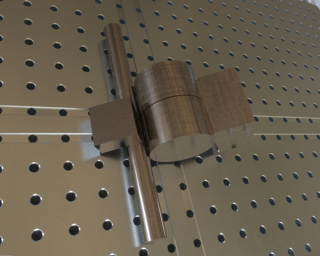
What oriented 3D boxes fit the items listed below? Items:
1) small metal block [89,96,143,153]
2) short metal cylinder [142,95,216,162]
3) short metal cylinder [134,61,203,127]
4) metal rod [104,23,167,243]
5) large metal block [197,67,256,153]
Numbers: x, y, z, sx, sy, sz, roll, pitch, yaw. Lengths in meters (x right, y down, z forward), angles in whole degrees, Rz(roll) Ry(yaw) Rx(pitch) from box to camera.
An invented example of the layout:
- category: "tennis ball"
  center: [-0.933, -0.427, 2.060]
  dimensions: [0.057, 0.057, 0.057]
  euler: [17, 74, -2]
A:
- category: "small metal block"
  center: [-0.052, -0.004, 0.363]
  dimensions: [0.050, 0.025, 0.050]
  euler: [-16, 64, 3]
- category: "short metal cylinder"
  center: [0.022, 0.003, 0.377]
  dimensions: [0.081, 0.080, 0.050]
  euler: [0, 62, -28]
- category: "short metal cylinder"
  center: [0.011, -0.042, 0.399]
  dimensions: [0.081, 0.080, 0.050]
  euler: [0, 62, -28]
- category: "metal rod"
  center: [-0.037, -0.013, 0.390]
  dimensions: [0.025, 0.025, 0.299]
  euler: [0, 62, -28]
- category: "large metal block"
  center: [0.089, -0.022, 0.420]
  dimensions: [0.050, 0.080, 0.080]
  euler: [-16, 65, 6]
